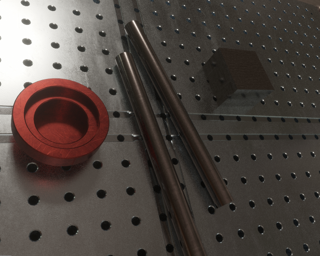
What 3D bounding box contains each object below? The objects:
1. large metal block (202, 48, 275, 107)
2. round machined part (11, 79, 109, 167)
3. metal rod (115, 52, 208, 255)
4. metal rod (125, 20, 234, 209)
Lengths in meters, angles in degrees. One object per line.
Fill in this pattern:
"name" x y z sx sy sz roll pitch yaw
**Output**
"large metal block" 0.129 -0.083 0.515 0.081 0.050 0.080 -3 63 -30
"round machined part" -0.109 -0.003 0.341 0.099 0.042 0.098 14 56 -21
"metal rod" -0.002 0.030 0.389 0.025 0.025 0.299 -7 65 -32
"metal rod" 0.020 -0.031 0.439 0.025 0.025 0.299 -14 69 -34
